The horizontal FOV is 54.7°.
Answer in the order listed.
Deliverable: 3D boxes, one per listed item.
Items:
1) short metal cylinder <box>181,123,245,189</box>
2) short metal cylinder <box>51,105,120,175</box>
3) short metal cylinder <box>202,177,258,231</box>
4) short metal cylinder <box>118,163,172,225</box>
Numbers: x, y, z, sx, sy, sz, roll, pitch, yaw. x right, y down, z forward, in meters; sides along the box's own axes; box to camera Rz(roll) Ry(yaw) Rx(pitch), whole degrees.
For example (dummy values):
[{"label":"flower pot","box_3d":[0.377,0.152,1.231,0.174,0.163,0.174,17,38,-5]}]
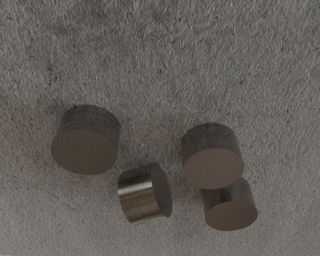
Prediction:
[{"label":"short metal cylinder","box_3d":[0.070,0.039,0.425,0.081,0.050,0.079,0,130,0]},{"label":"short metal cylinder","box_3d":[-0.094,0.016,0.404,0.081,0.050,0.079,0,130,0]},{"label":"short metal cylinder","box_3d":[0.109,0.120,0.494,0.081,0.050,0.079,0,130,0]},{"label":"short metal cylinder","box_3d":[-0.020,0.096,0.452,0.050,0.080,0.080,-18,128,14]}]
